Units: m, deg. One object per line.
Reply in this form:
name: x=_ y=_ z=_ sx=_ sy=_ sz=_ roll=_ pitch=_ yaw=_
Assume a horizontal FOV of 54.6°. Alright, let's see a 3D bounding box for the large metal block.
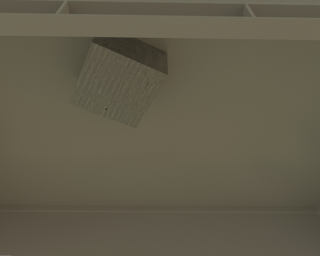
large metal block: x=-0.046 y=-0.056 z=0.344 sx=0.080 sy=0.050 sz=0.080 roll=21 pitch=127 yaw=-17
